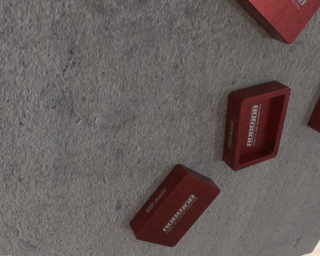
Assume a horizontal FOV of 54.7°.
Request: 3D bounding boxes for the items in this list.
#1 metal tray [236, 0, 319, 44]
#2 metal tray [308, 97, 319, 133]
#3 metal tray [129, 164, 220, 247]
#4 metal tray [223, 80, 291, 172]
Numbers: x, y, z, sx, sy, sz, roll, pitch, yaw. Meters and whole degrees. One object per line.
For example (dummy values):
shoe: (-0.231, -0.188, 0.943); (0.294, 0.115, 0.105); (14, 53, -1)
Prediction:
metal tray: (0.146, -0.174, 0.375); (0.131, 0.030, 0.090); (25, 105, -37)
metal tray: (0.326, -0.055, 0.548); (0.091, 0.030, 0.129); (-3, 120, -27)
metal tray: (0.025, 0.128, 0.496); (0.090, 0.030, 0.130); (30, 101, -38)
metal tray: (0.148, -0.002, 0.483); (0.091, 0.030, 0.129); (-16, 125, -20)
